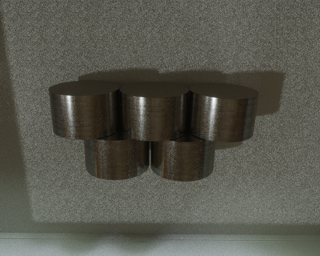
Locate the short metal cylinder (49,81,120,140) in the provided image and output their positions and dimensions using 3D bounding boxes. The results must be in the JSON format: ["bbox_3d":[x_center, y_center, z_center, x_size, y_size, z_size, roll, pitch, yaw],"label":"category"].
[{"bbox_3d":[-0.088,-0.024,0.370,0.081,0.080,0.050,1,110,-1],"label":"short metal cylinder"}]

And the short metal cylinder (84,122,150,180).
[{"bbox_3d":[-0.053,0.023,0.388,0.081,0.080,0.050,1,110,-1],"label":"short metal cylinder"}]

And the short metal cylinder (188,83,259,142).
[{"bbox_3d":[0.074,-0.021,0.373,0.081,0.080,0.050,2,110,-1],"label":"short metal cylinder"}]

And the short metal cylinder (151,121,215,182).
[{"bbox_3d":[0.029,0.025,0.390,0.081,0.080,0.050,1,110,-1],"label":"short metal cylinder"}]

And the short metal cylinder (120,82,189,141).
[{"bbox_3d":[-0.007,-0.022,0.372,0.081,0.080,0.050,1,110,-1],"label":"short metal cylinder"}]
